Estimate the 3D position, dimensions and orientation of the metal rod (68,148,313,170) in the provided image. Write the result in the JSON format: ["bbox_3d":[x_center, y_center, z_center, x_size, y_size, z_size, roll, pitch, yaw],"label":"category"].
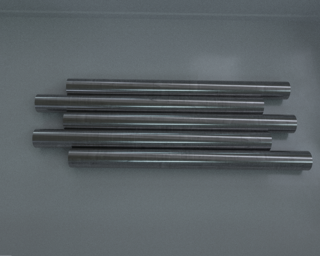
[{"bbox_3d":[0.038,0.040,0.394,0.302,0.025,0.025,1,70,0],"label":"metal rod"}]

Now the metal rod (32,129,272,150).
[{"bbox_3d":[-0.009,0.015,0.402,0.302,0.025,0.025,1,70,0],"label":"metal rod"}]

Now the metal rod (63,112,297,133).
[{"bbox_3d":[0.026,-0.007,0.411,0.302,0.025,0.025,1,70,0],"label":"metal rod"}]

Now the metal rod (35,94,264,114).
[{"bbox_3d":[-0.013,-0.031,0.419,0.302,0.025,0.025,1,70,0],"label":"metal rod"}]

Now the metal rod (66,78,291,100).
[{"bbox_3d":[0.025,-0.054,0.428,0.302,0.025,0.025,1,70,0],"label":"metal rod"}]
